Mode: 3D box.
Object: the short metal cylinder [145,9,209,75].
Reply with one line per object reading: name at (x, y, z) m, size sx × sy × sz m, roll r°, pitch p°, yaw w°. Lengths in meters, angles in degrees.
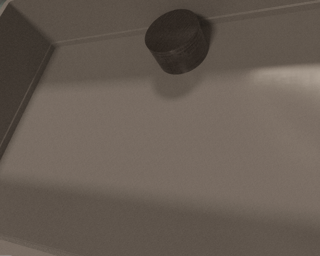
short metal cylinder at (0.025, -0.125, 0.452) m, size 0.080 × 0.050 × 0.080 m, roll -13°, pitch 56°, yaw 20°
